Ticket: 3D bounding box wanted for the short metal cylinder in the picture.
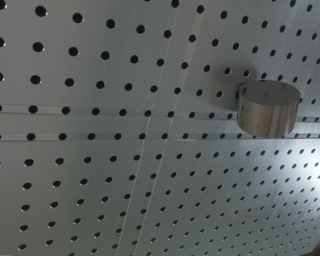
[{"bbox_3d":[0.152,-0.029,0.440,0.081,0.080,0.050,-17,125,-19],"label":"short metal cylinder"}]
